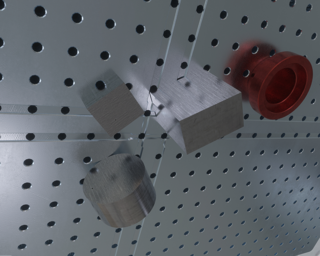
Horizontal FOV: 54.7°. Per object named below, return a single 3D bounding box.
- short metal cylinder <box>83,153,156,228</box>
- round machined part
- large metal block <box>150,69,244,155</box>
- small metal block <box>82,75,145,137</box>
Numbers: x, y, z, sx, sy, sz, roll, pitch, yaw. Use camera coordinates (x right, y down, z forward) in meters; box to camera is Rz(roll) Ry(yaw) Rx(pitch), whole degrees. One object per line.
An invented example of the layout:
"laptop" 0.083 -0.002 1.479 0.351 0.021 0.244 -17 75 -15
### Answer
"short metal cylinder" -0.050 0.079 0.396 0.080 0.080 0.050 -27 128 -11
"round machined part" 0.169 -0.065 0.452 0.099 0.042 0.097 -14 124 -21
"large metal block" 0.045 -0.024 0.385 0.080 0.080 0.050 -25 128 -13
"small metal block" -0.054 -0.026 0.366 0.050 0.025 0.050 -37 129 -4
